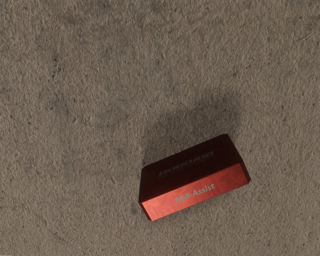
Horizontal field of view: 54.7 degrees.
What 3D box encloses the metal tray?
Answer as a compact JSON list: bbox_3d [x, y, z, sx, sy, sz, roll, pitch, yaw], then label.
[{"bbox_3d":[0.039,0.059,0.397,0.130,0.090,0.030,-23,109,8],"label":"metal tray"}]
